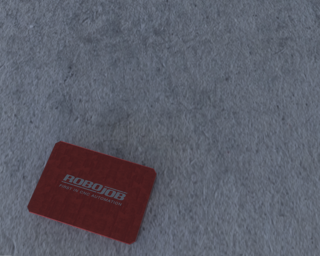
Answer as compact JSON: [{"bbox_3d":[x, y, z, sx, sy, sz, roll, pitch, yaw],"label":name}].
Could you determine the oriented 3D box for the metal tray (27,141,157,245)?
[{"bbox_3d":[-0.078,0.077,0.376,0.131,0.030,0.090,16,71,5],"label":"metal tray"}]
